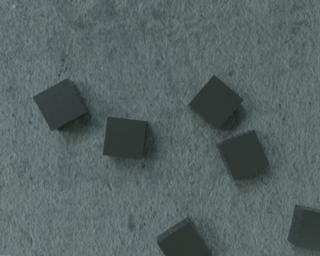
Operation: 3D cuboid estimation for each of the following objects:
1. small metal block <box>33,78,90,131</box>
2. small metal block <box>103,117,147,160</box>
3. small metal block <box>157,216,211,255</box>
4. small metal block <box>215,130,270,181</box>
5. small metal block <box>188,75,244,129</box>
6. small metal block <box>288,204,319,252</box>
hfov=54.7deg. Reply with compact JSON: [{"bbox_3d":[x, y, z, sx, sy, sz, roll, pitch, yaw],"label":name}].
[{"bbox_3d":[-0.129,-0.030,0.408,0.050,0.025,0.050,-29,90,-1],"label":"small metal block"},{"bbox_3d":[-0.045,0.013,0.409,0.050,0.025,0.050,7,90,-1],"label":"small metal block"},{"bbox_3d":[0.031,0.155,0.411,0.050,0.025,0.050,-33,90,0],"label":"small metal block"},{"bbox_3d":[0.109,0.035,0.412,0.050,0.025,0.050,-24,90,-1],"label":"small metal block"},{"bbox_3d":[0.073,-0.034,0.411,0.050,0.025,0.050,40,90,-1],"label":"small metal block"},{"bbox_3d":[0.205,0.135,0.413,0.050,0.025,0.050,13,90,-1],"label":"small metal block"}]
